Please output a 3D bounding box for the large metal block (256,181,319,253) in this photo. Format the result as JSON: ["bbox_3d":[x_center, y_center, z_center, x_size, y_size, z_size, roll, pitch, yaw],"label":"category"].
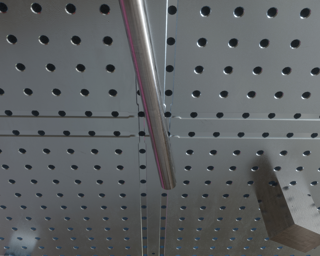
[{"bbox_3d":[0.213,0.144,0.501,0.080,0.080,0.050,26,125,-21],"label":"large metal block"}]

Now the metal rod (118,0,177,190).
[{"bbox_3d":[-0.008,-0.025,0.390,0.025,0.025,0.298,-7,130,5],"label":"metal rod"}]
